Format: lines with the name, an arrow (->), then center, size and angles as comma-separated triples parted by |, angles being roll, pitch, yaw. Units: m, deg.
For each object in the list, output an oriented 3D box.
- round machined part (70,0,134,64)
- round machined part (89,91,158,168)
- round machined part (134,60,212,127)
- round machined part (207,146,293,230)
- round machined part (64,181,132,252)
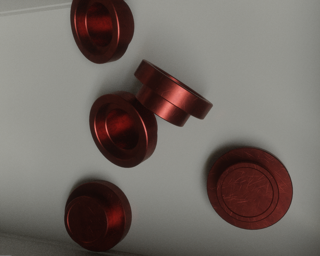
round machined part -> -0.072, -0.137, 0.412 | 0.098, 0.042, 0.097 | 19, 120, 37
round machined part -> -0.042, -0.001, 0.403 | 0.098, 0.042, 0.097 | 15, 116, 32
round machined part -> 0.010, -0.037, 0.368 | 0.098, 0.098, 0.042 | 37, 102, 16
round machined part -> 0.104, 0.072, 0.365 | 0.098, 0.042, 0.097 | 0, 90, 19
round machined part -> -0.093, 0.125, 0.433 | 0.098, 0.042, 0.097 | 0, 90, 19
